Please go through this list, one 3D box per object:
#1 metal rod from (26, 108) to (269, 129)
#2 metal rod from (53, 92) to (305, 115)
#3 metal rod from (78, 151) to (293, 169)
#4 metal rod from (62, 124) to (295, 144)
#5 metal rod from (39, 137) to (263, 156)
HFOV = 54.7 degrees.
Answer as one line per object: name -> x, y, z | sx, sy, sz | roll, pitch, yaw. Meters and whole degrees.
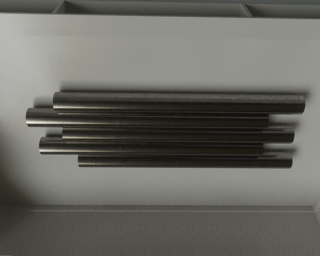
metal rod -> -0.014, -0.012, 0.397 | 0.302, 0.025, 0.025 | 1, 130, -1
metal rod -> 0.024, -0.030, 0.382 | 0.302, 0.025, 0.025 | 1, 130, -1
metal rod -> 0.036, 0.045, 0.446 | 0.302, 0.025, 0.025 | 1, 130, -1
metal rod -> 0.025, 0.007, 0.414 | 0.302, 0.025, 0.025 | 1, 130, -1
metal rod -> -0.011, 0.026, 0.429 | 0.302, 0.025, 0.025 | 1, 130, -1
